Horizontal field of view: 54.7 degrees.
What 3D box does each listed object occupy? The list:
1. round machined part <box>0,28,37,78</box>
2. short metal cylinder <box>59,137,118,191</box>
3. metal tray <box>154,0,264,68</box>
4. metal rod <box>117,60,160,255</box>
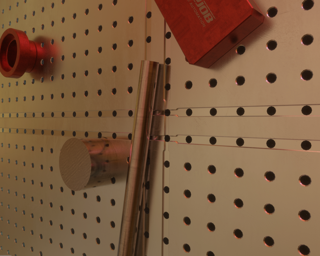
[{"bbox_3d":[-0.289,-0.150,0.633,0.098,0.042,0.097,0,90,39],"label":"round machined part"},{"bbox_3d":[-0.112,0.054,0.483,0.080,0.050,0.079,0,90,39],"label":"short metal cylinder"},{"bbox_3d":[0.049,-0.148,0.364,0.090,0.030,0.130,-38,67,33],"label":"metal tray"},{"bbox_3d":[-0.032,0.058,0.433,0.025,0.025,0.298,13,98,39],"label":"metal rod"}]
